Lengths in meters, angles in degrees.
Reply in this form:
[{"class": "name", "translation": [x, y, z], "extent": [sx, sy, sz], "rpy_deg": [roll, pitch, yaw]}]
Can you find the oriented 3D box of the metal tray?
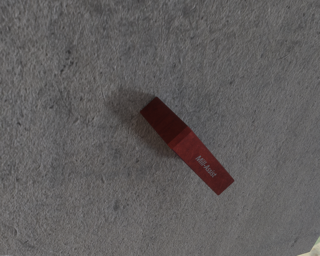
[{"class": "metal tray", "translation": [0.036, 0.025, 0.403], "extent": [0.030, 0.090, 0.130], "rpy_deg": [-43, 130, 1]}]
